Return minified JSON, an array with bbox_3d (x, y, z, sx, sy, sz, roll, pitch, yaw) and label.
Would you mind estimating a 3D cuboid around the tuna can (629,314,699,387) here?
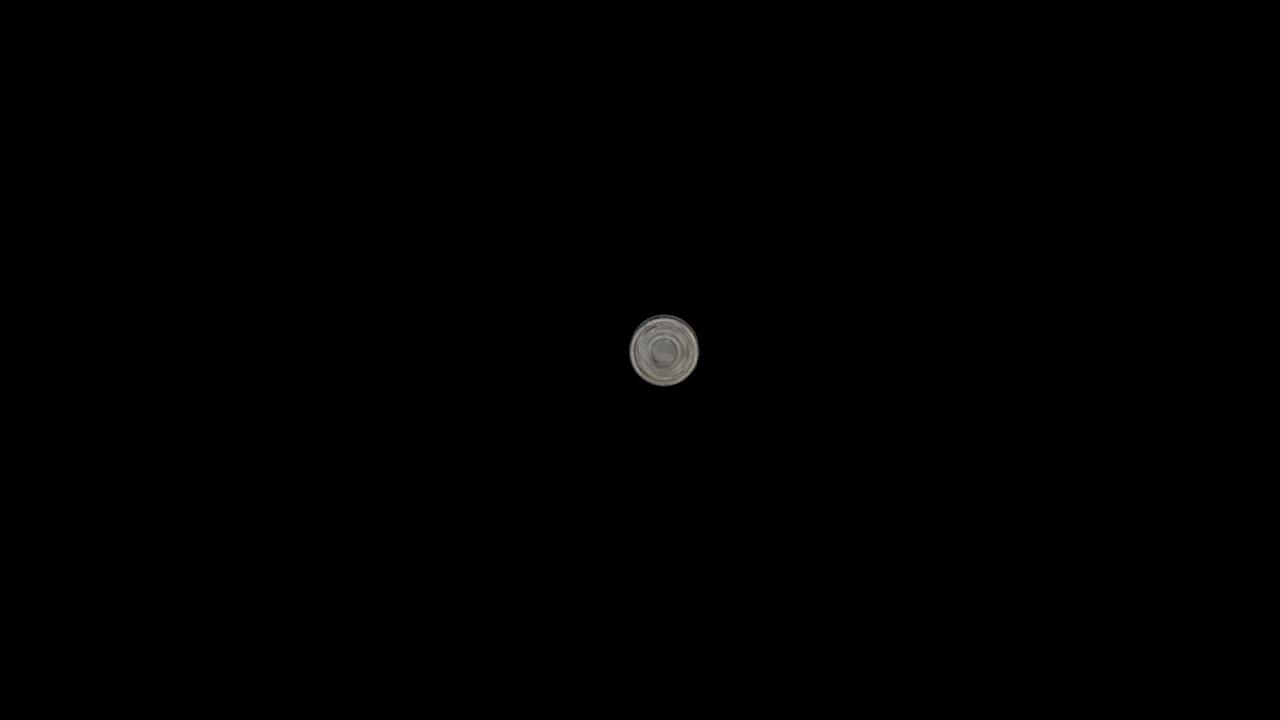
[{"bbox_3d":[0.029,-0.011,0.729,0.084,0.084,0.034,0,8,3],"label":"tuna can"}]
